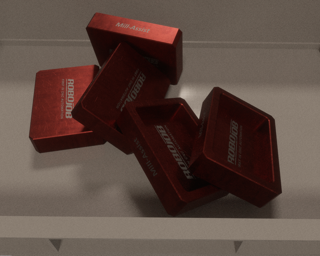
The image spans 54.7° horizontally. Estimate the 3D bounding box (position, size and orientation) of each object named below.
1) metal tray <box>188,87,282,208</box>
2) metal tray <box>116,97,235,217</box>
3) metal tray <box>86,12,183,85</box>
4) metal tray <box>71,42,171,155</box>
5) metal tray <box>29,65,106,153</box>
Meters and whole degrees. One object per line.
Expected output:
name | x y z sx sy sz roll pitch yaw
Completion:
metal tray | 0.088 0.015 0.354 0.090 0.030 0.130 27 40 -7
metal tray | 0.020 0.024 0.348 0.091 0.030 0.130 -9 56 -39
metal tray | -0.034 -0.114 0.455 0.131 0.090 0.030 15 64 12
metal tray | -0.044 -0.042 0.404 0.090 0.030 0.130 37 49 -19
metal tray | -0.124 -0.031 0.427 0.091 0.030 0.130 -8 51 -7
